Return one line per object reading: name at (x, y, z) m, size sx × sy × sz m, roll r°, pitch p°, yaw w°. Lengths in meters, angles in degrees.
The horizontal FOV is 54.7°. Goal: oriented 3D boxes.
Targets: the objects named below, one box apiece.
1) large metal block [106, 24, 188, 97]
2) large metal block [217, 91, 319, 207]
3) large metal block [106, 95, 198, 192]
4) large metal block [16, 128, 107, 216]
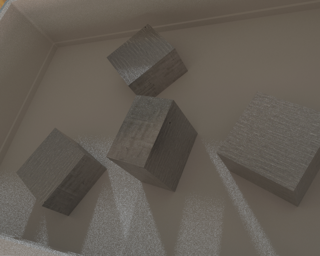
large metal block at (-0.020, -0.095, 0.458) m, size 0.080 × 0.050 × 0.080 m, roll -39°, pitch 51°, yaw 2°
large metal block at (0.119, 0.019, 0.315) m, size 0.080 × 0.050 × 0.080 m, roll 27°, pitch 77°, yaw 37°
large metal block at (-0.005, 0.019, 0.361) m, size 0.050 × 0.080 × 0.080 m, roll 11°, pitch 67°, yaw 33°
large metal block at (-0.135, 0.059, 0.425) m, size 0.080 × 0.050 × 0.080 m, roll 32°, pitch 79°, yaw 38°
